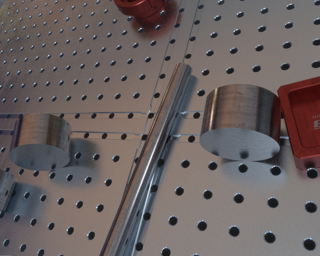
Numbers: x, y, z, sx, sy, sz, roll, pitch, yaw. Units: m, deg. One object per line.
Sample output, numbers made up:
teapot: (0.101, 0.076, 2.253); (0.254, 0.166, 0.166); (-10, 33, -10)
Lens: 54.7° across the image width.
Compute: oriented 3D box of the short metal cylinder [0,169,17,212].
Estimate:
short metal cylinder: (-0.261, 0.089, 0.456); (0.080, 0.080, 0.050); (-5, 60, 26)

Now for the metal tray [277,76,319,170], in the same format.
metal tray: (0.195, -0.015, 0.311); (0.130, 0.030, 0.090); (-13, 56, 20)

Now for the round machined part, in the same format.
round machined part: (-0.031, -0.238, 0.560); (0.098, 0.042, 0.098); (-13, 56, 21)

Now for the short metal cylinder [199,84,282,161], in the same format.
short metal cylinder: (0.086, -0.003, 0.330); (0.080, 0.080, 0.050); (-1, 61, 27)

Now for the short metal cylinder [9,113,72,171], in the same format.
short metal cylinder: (-0.171, 0.022, 0.449); (0.080, 0.080, 0.050); (-19, 55, 17)

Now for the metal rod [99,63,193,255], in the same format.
metal rod: (-0.016, 0.045, 0.389); (0.025, 0.025, 0.300); (8, 65, 31)
